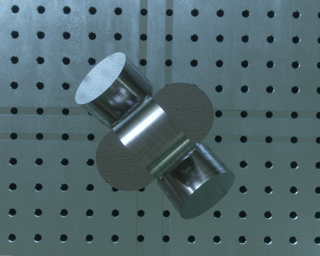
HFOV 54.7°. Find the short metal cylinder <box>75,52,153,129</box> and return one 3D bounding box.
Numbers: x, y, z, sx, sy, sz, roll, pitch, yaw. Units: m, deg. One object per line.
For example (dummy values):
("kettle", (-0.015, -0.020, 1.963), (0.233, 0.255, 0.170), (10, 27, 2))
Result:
("short metal cylinder", (-0.056, -0.045, 0.378), (0.080, 0.080, 0.050), (-46, 125, 0))

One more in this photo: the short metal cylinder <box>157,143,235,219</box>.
("short metal cylinder", (0.044, 0.065, 0.379), (0.080, 0.080, 0.050), (-41, 55, 0))

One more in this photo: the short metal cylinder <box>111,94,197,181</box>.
("short metal cylinder", (-0.006, 0.010, 0.334), (0.050, 0.080, 0.080), (-41, 91, 0))

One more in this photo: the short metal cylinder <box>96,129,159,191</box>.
("short metal cylinder", (-0.037, 0.037, 0.400), (0.081, 0.050, 0.079), (0, 90, -1))

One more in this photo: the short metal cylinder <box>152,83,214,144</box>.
("short metal cylinder", (0.025, -0.016, 0.400), (0.081, 0.050, 0.079), (0, 90, -1))
